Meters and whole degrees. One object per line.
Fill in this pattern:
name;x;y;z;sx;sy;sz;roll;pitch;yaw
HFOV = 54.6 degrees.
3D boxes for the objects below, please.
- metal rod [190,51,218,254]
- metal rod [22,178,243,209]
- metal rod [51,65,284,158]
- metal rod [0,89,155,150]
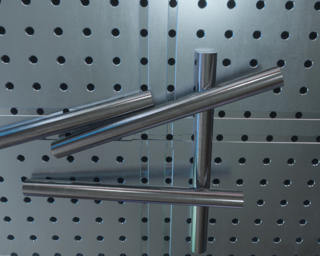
metal rod;0.059;0.047;0.430;0.025;0.025;0.298;0;110;0
metal rod;-0.040;0.090;0.429;0.301;0.025;0.025;2;110;5
metal rod;-0.002;-0.015;0.388;0.301;0.025;0.025;-18;109;14
metal rod;-0.154;0.000;0.412;0.301;0.025;0.025;-15;110;5
